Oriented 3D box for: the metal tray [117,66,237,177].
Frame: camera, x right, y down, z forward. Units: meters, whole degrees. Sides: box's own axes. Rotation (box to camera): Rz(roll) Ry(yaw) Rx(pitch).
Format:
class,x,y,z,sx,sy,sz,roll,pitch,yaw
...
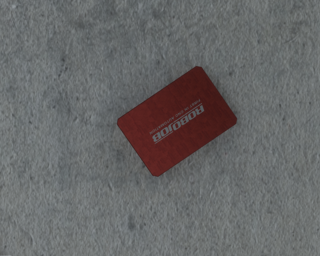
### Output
class,x,y,z,sx,sy,sz,roll,pitch,yaw
metal tray,0.022,-0.009,0.408,0.130,0.030,0.090,-34,90,-1
